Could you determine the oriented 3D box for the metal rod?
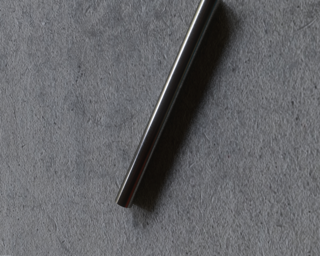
[{"bbox_3d":[0.008,-0.032,0.406,0.025,0.025,0.299,26,98,18],"label":"metal rod"}]
